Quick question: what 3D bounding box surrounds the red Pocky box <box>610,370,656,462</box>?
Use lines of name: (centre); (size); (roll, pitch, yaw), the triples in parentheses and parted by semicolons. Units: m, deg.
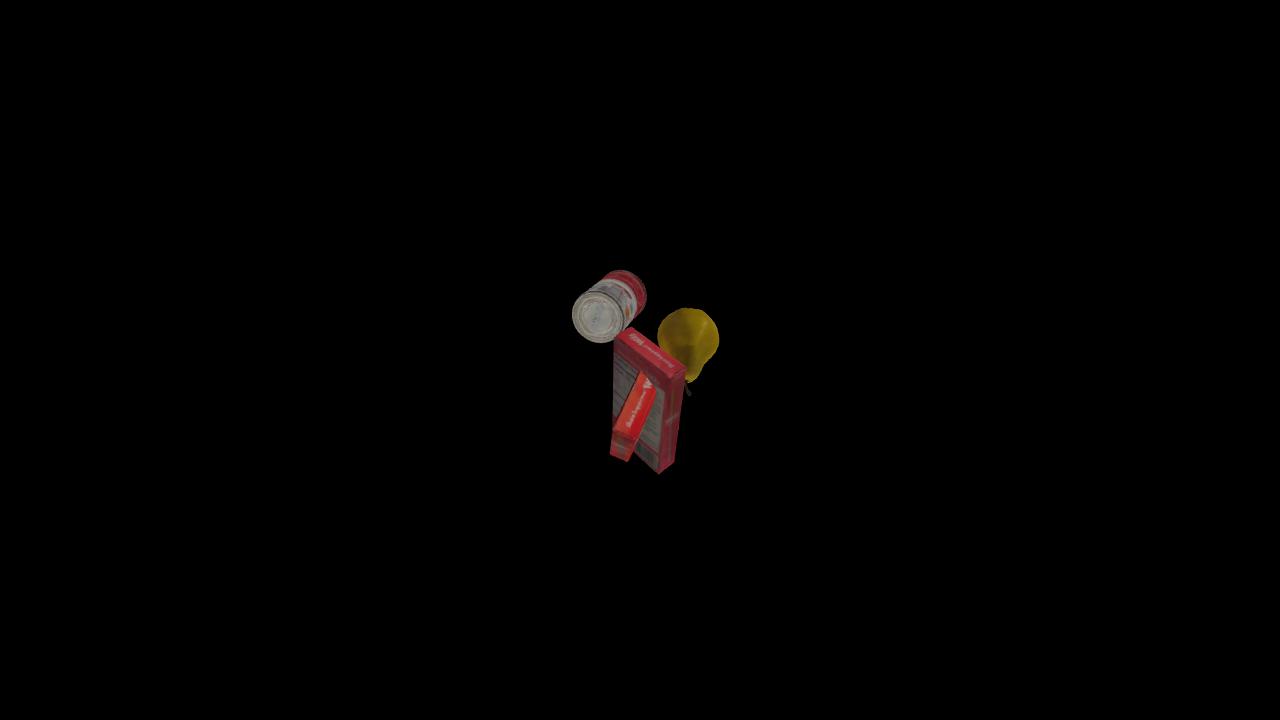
red Pocky box: (-0.005, 0.062, 0.684); (0.028, 0.083, 0.155); (25, -17, 4)

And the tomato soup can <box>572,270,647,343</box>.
tomato soup can: (-0.036, -0.068, 0.768); (0.068, 0.068, 0.101); (0, 22, 17)

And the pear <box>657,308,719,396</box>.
pear: (0.055, -0.009, 0.760); (0.080, 0.111, 0.080); (11, -37, 9)

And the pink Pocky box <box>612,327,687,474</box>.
pink Pocky box: (0.007, 0.046, 0.669); (0.029, 0.155, 0.084); (-31, 52, -31)
